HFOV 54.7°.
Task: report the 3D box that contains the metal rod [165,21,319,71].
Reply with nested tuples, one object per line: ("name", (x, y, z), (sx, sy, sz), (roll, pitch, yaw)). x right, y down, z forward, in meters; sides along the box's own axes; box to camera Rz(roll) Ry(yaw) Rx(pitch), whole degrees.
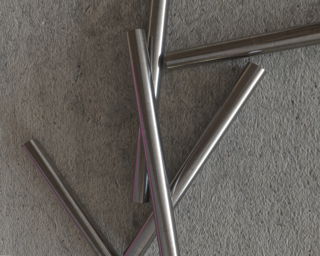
("metal rod", (0.152, -0.103, 0.354), (0.301, 0.025, 0.025), (-7, 88, 19))

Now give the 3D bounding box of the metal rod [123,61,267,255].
("metal rod", (0.038, 0.052, 0.395), (0.025, 0.025, 0.299), (35, 101, 16))

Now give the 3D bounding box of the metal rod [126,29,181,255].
("metal rod", (-0.008, 0.027, 0.383), (0.025, 0.025, 0.298), (-10, 87, 20))

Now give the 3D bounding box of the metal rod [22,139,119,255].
("metal rod", (-0.108, 0.137, 0.447), (0.025, 0.025, 0.300), (-43, 77, 15))

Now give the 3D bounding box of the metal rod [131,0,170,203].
("metal rod", (-0.012, -0.051, 0.412), (0.025, 0.025, 0.298), (6, 92, 20))
